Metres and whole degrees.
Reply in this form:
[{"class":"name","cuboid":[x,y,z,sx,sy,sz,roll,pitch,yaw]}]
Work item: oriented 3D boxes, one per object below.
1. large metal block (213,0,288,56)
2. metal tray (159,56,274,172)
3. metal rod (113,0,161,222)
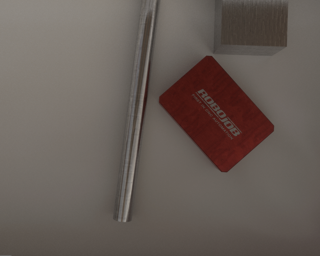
[{"class":"large metal block","cuboid":[0.115,-0.140,0.400,0.081,0.050,0.079,2,90,-1]},{"class":"metal tray","cuboid":[0.073,-0.018,0.410,0.090,0.030,0.130,-42,91,0]},{"class":"metal rod","cuboid":[-0.030,-0.027,0.410,0.025,0.025,0.298,7,90,-1]}]
